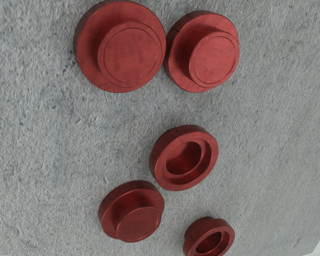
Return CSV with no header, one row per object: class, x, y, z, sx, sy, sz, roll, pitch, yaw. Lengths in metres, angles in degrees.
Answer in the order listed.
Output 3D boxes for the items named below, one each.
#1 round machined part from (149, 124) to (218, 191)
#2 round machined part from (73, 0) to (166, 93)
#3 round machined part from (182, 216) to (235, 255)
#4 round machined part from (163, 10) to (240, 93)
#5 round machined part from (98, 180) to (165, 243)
round machined part,0.029,0.037,0.435,0.099,0.042,0.097,-14,124,-21
round machined part,-0.037,-0.081,0.325,0.099,0.042,0.097,-14,124,-21
round machined part,0.084,0.202,0.566,0.099,0.042,0.097,-14,124,-21
round machined part,0.055,-0.087,0.372,0.099,0.042,0.097,-14,124,-21
round machined part,-0.037,0.129,0.455,0.099,0.042,0.097,-14,124,-21
